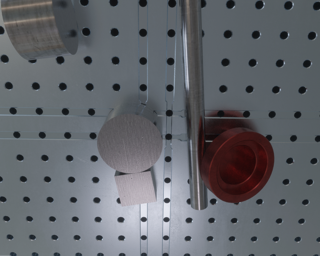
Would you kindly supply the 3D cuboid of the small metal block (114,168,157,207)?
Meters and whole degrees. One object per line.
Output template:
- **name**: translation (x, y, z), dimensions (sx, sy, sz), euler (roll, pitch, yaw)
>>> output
- **small metal block**: translation (-0.034, 0.081, 0.443), dimensions (0.050, 0.025, 0.050), euler (-9, 110, 3)

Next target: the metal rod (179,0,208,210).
- **metal rod**: translation (0.046, -0.026, 0.404), dimensions (0.025, 0.025, 0.298), euler (-5, 110, 1)

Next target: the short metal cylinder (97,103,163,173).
- **short metal cylinder**: translation (-0.037, 0.012, 0.404), dimensions (0.081, 0.050, 0.079), euler (0, 110, 0)

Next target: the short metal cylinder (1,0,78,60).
- **short metal cylinder**: translation (-0.127, -0.118, 0.339), dimensions (0.050, 0.080, 0.079), euler (-7, 110, 2)

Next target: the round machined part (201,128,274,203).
- **round machined part**: translation (0.098, 0.046, 0.411), dimensions (0.099, 0.042, 0.097), euler (-6, 108, -20)
